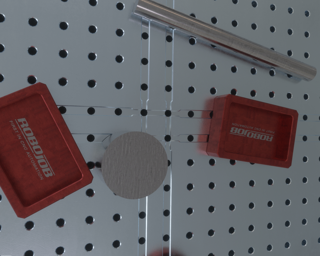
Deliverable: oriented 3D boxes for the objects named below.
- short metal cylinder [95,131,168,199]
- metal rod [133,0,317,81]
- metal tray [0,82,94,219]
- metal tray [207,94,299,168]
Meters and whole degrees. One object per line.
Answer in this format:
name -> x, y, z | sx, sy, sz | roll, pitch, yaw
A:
short metal cylinder -> -0.037, 0.044, 0.386 | 0.081, 0.050, 0.079 | 0, 90, -20
metal rod -> 0.106, -0.124, 0.451 | 0.302, 0.025, 0.025 | 15, 85, -20
metal tray -> -0.146, 0.024, 0.356 | 0.091, 0.030, 0.129 | -28, 99, -18
metal tray -> 0.140, 0.007, 0.461 | 0.131, 0.030, 0.089 | 10, 87, -20
